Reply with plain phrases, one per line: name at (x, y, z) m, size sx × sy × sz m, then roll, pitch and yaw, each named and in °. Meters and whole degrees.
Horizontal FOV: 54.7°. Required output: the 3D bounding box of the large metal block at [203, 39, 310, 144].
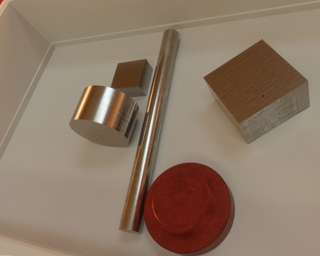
large metal block at (0.110, -0.042, 0.357) m, size 0.080 × 0.050 × 0.080 m, roll -33°, pitch 52°, yaw 6°

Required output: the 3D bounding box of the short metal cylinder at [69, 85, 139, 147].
short metal cylinder at (-0.073, -0.014, 0.416) m, size 0.080 × 0.080 × 0.050 m, roll 2°, pitch 63°, yaw 29°

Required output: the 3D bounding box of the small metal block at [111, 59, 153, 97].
small metal block at (-0.043, -0.075, 0.472) m, size 0.050 × 0.025 × 0.050 m, roll -3°, pitch 60°, yaw 26°

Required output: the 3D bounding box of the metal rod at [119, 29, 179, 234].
metal rod at (-0.008, -0.014, 0.417) m, size 0.025 × 0.025 × 0.299 m, roll -3°, pitch 60°, yaw 26°

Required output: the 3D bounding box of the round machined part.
round machined part at (0.026, 0.082, 0.330) m, size 0.098 × 0.042 × 0.098 m, roll -13°, pitch 56°, yaw 20°
